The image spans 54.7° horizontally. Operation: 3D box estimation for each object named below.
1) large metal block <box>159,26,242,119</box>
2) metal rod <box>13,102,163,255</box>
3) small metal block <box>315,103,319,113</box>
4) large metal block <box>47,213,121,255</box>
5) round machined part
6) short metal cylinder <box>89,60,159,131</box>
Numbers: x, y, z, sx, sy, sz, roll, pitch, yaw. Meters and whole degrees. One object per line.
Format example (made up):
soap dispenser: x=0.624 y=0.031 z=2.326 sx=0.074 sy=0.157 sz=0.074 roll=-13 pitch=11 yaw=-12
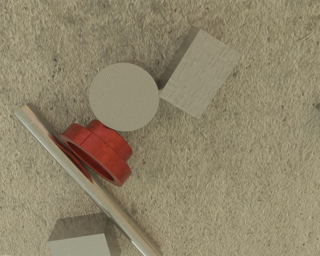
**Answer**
large metal block: x=0.040 y=-0.067 z=0.356 sx=0.050 sy=0.080 sz=0.080 roll=29 pitch=107 yaw=-11
metal rod: x=-0.092 y=0.089 z=0.441 sx=0.025 sy=0.025 sz=0.300 roll=-34 pitch=107 yaw=11
small metal block: x=0.244 y=-0.025 z=0.404 sx=0.050 sy=0.025 sz=0.050 roll=43 pitch=104 yaw=-15
large metal block: x=-0.109 y=0.178 z=0.461 sx=0.080 sy=0.050 sz=0.079 roll=-9 pitch=110 yaw=3
round machined part: x=-0.073 y=0.027 z=0.390 sx=0.098 sy=0.098 sz=0.042 roll=45 pitch=69 yaw=-15
short metal cylinder: x=-0.041 y=-0.041 z=0.378 sx=0.081 sy=0.050 sz=0.079 roll=0 pitch=106 yaw=1
